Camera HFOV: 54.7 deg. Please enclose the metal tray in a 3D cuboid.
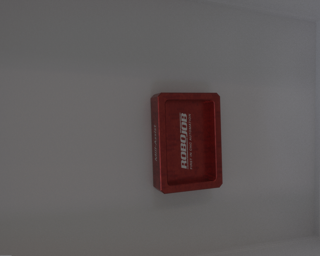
[{"bbox_3d":[0.037,0.018,0.421,0.091,0.030,0.129,-2,91,-20],"label":"metal tray"}]
